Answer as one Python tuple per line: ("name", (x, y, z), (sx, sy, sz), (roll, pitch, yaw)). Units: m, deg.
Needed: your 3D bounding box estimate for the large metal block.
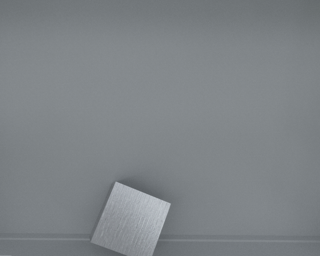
("large metal block", (-0.042, 0.127, 0.425), (0.080, 0.050, 0.080), (24, 73, -9))
